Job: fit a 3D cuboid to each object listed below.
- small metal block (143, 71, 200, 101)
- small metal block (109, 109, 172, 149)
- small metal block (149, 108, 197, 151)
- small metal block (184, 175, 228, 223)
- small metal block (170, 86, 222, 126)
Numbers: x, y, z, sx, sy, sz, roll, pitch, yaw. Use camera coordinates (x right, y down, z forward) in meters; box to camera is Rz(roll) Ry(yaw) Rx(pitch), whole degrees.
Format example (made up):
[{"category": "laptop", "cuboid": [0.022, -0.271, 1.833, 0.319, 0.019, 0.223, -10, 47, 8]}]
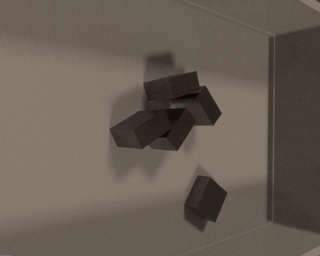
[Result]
[{"category": "small metal block", "cuboid": [0.015, -0.055, 0.405, 0.050, 0.050, 0.025, -22, 104, -38]}, {"category": "small metal block", "cuboid": [-0.024, 0.001, 0.372, 0.050, 0.050, 0.025, -35, 112, -35]}, {"category": "small metal block", "cuboid": [0.011, 0.001, 0.402, 0.025, 0.050, 0.050, 50, 60, -29]}, {"category": "small metal block", "cuboid": [0.070, 0.107, 0.469, 0.050, 0.025, 0.050, 43, 64, -32]}, {"category": "small metal block", "cuboid": [0.050, -0.030, 0.435, 0.025, 0.050, 0.050, -51, 121, -28]}]
